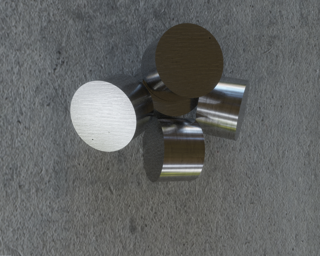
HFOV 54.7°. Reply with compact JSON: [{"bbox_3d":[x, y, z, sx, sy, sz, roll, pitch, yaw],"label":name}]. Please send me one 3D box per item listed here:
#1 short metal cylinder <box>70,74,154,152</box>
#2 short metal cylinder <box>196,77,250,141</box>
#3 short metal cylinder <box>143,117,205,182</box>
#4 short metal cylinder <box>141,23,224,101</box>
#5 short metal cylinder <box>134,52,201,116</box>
[{"bbox_3d":[-0.054,-0.019,0.356,0.080,0.050,0.079,6,110,19],"label":"short metal cylinder"},{"bbox_3d":[0.083,-0.027,0.407,0.050,0.080,0.080,13,85,19],"label":"short metal cylinder"},{"bbox_3d":[0.015,0.027,0.386,0.050,0.080,0.079,2,90,-20],"label":"short metal cylinder"},{"bbox_3d":[0.024,-0.072,0.353,0.081,0.050,0.079,0,90,-21],"label":"short metal cylinder"},{"bbox_3d":[0.009,-0.054,0.401,0.081,0.050,0.079,0,90,-21],"label":"short metal cylinder"}]
